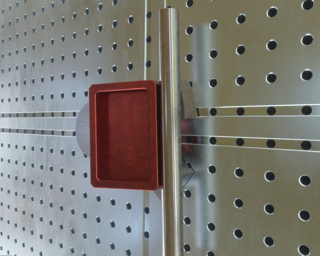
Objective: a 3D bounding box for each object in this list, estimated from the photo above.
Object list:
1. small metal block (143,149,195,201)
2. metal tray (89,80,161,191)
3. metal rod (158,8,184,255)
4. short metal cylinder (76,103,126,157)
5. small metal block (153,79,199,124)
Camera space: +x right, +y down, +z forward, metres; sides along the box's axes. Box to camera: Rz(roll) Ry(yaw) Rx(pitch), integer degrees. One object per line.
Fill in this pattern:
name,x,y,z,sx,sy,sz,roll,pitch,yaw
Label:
small metal block,0.008,0.059,0.400,0.050,0.025,0.050,46,117,29
metal tray,-0.041,0.009,0.386,0.090,0.030,0.129,-1,89,20
metal rod,0.013,0.012,0.364,0.025,0.025,0.298,-2,89,39
short metal cylinder,-0.079,0.002,0.454,0.080,0.050,0.079,0,90,39
small metal block,0.016,-0.029,0.394,0.050,0.025,0.050,-19,78,38
